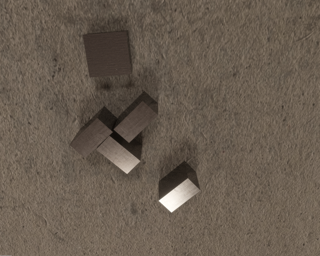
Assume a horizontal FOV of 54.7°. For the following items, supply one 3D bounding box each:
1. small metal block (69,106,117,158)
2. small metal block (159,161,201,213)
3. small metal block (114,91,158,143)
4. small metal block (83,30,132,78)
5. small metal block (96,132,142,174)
[{"bbox_3d":[-0.083,0.004,0.397,0.050,0.050,0.025,-42,105,13],"label":"small metal block"},{"bbox_3d":[0.025,0.079,0.426,0.050,0.050,0.025,-40,106,13],"label":"small metal block"},{"bbox_3d":[-0.029,-0.015,0.390,0.050,0.050,0.025,-43,105,14],"label":"small metal block"},{"bbox_3d":[-0.062,-0.090,0.376,0.050,0.025,0.050,-5,110,1],"label":"small metal block"},{"bbox_3d":[-0.051,0.025,0.405,0.050,0.050,0.025,41,105,-14],"label":"small metal block"}]
